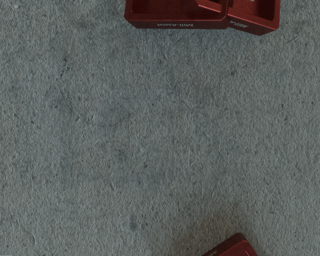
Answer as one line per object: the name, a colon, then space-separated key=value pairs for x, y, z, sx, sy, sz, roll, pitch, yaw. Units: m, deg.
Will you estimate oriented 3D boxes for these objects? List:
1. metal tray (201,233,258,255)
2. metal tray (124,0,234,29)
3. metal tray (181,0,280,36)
metal tray: x=0.080 y=0.213 z=0.408 sx=0.130 sy=0.030 sz=0.090 roll=-33 pitch=90 yaw=0
metal tray: x=0.025 y=-0.172 z=0.384 sx=0.130 sy=0.030 sz=0.089 roll=8 pitch=90 yaw=22
metal tray: x=0.090 y=-0.172 z=0.377 sx=0.131 sy=0.030 sz=0.089 roll=4 pitch=88 yaw=-29
